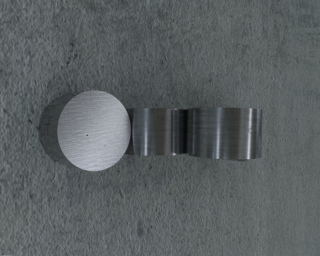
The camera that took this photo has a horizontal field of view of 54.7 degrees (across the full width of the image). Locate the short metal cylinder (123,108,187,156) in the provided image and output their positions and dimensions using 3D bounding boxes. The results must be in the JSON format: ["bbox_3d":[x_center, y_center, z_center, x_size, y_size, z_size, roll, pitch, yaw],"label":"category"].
[{"bbox_3d":[-0.006,0.004,0.365,0.081,0.080,0.050,0,90,-40],"label":"short metal cylinder"}]

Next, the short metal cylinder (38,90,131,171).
[{"bbox_3d":[-0.078,0.002,0.324,0.081,0.050,0.080,0,91,-40],"label":"short metal cylinder"}]

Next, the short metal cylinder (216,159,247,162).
[{"bbox_3d":[0.108,0.010,0.479,0.081,0.050,0.080,-1,91,-40],"label":"short metal cylinder"}]

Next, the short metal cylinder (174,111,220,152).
[{"bbox_3d":[0.055,0.005,0.417,0.081,0.080,0.050,0,89,-40],"label":"short metal cylinder"}]

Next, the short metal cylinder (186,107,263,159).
[{"bbox_3d":[0.069,0.005,0.338,0.081,0.080,0.050,1,91,-40],"label":"short metal cylinder"}]
